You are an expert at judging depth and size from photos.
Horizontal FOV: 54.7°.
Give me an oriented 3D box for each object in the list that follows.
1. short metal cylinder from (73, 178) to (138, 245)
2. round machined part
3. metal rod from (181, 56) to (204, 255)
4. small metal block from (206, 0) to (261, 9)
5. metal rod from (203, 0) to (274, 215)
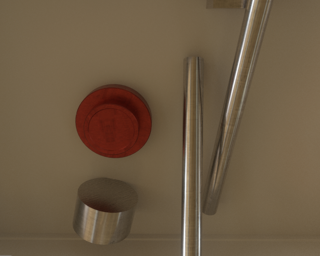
[{"bbox_3d":[-0.074,0.111,0.422,0.081,0.080,0.050,12,110,-5],"label":"short metal cylinder"},{"bbox_3d":[-0.060,-0.004,0.400,0.099,0.042,0.097,0,110,-1],"label":"round machined part"},{"bbox_3d":[0.039,0.064,0.373,0.025,0.025,0.298,1,86,-1],"label":"metal rod"},{"bbox_3d":[0.081,-0.147,0.345,0.050,0.050,0.025,0,110,-1],"label":"small metal block"},{"bbox_3d":[0.087,-0.008,0.381,0.025,0.025,0.298,5,121,-2],"label":"metal rod"}]
